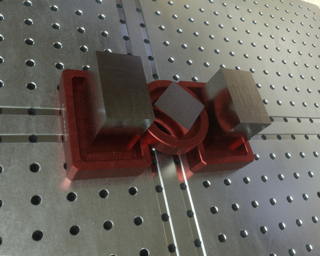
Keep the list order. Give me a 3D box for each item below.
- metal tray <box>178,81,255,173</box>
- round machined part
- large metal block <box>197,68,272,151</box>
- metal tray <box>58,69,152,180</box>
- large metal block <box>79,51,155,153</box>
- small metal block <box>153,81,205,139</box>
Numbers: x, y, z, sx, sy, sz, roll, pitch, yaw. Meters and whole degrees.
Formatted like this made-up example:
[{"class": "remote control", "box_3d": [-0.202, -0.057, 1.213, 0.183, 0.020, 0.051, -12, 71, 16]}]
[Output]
[{"class": "metal tray", "box_3d": [0.073, -0.005, 0.445, 0.091, 0.030, 0.130, 0, 62, -28]}, {"class": "round machined part", "box_3d": [0.009, -0.010, 0.397, 0.099, 0.042, 0.098, 14, 56, -21]}, {"class": "large metal block", "box_3d": [0.091, -0.022, 0.418, 0.050, 0.080, 0.080, 1, 61, -28]}, {"class": "metal tray", "box_3d": [-0.068, -0.007, 0.371, 0.091, 0.030, 0.130, 1, 61, -28]}, {"class": "large metal block", "box_3d": [-0.052, -0.025, 0.343, 0.050, 0.080, 0.080, 1, 62, -28]}, {"class": "small metal block", "box_3d": [0.019, -0.022, 0.379, 0.050, 0.025, 0.050, 38, 51, -3]}]
